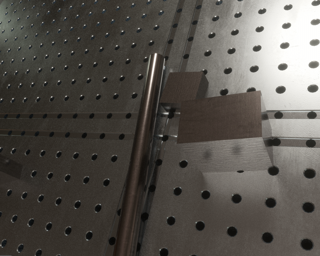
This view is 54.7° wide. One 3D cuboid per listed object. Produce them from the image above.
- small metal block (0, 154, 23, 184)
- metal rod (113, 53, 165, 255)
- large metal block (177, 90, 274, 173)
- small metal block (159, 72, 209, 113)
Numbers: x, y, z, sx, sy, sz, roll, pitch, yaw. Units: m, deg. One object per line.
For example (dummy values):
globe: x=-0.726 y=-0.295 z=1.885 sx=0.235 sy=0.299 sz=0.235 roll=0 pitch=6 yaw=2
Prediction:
small metal block: x=-0.255 y=0.065 z=0.483 sx=0.050 sy=0.050 sz=0.025 roll=-15 pitch=56 yaw=19
metal rod: x=-0.023 y=0.025 z=0.403 sx=0.025 sy=0.025 sz=0.299 roll=-6 pitch=59 yaw=25
large metal block: x=0.072 y=0.009 z=0.329 sx=0.080 sy=0.080 sz=0.050 roll=-6 pitch=59 yaw=25
small metal block: x=0.033 y=-0.048 z=0.419 sx=0.050 sy=0.025 sz=0.050 roll=4 pitch=64 yaw=29
